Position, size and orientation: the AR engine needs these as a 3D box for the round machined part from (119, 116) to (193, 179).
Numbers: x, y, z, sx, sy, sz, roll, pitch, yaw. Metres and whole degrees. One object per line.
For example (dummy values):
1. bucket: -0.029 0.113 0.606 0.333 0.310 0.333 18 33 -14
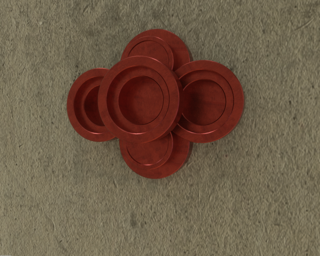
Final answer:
1. round machined part: -0.010 0.018 0.403 0.098 0.042 0.097 0 90 19

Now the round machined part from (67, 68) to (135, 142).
1. round machined part: -0.074 -0.030 0.426 0.098 0.042 0.097 0 90 19

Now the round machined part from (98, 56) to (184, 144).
1. round machined part: -0.019 -0.031 0.362 0.098 0.042 0.097 0 90 19

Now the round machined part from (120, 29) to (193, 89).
1. round machined part: -0.009 -0.081 0.403 0.098 0.042 0.097 0 90 19

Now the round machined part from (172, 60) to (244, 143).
1. round machined part: 0.054 -0.031 0.381 0.098 0.042 0.097 0 90 19
